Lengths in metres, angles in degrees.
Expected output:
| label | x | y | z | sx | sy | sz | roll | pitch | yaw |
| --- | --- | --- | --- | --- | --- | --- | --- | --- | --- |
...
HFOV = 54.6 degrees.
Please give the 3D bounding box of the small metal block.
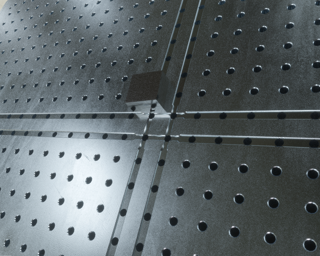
| label | x | y | z | sx | sy | sz | roll | pitch | yaw |
| --- | --- | --- | --- | --- | --- | --- | --- | --- | --- |
| small metal block | -0.018 | -0.053 | 0.451 | 0.050 | 0.025 | 0.050 | -3 | 60 | 26 |
